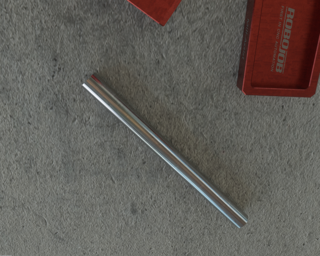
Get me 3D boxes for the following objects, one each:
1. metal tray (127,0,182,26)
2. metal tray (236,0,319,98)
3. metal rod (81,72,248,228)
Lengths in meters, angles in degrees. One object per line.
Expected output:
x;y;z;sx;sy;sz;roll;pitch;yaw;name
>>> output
-0.042;-0.157;0.316;0.130;0.090;0.030;33;107;-12;metal tray
0.147;-0.104;0.370;0.091;0.030;0.129;2;110;-2;metal tray
0.016;0.039;0.424;0.025;0.025;0.300;-43;105;14;metal rod
